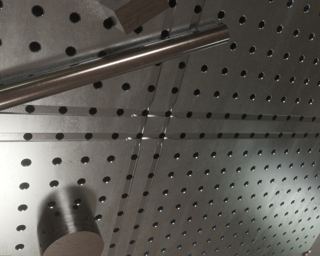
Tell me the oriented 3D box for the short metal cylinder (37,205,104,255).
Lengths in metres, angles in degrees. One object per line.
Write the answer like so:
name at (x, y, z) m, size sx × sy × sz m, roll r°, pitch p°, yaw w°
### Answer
short metal cylinder at (-0.123, 0.153, 0.424) m, size 0.081 × 0.050 × 0.079 m, roll -14°, pitch 124°, yaw -21°

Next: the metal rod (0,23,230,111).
metal rod at (-0.057, -0.067, 0.339) m, size 0.302 × 0.025 × 0.025 m, roll -20°, pitch 127°, yaw -17°

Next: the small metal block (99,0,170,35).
small metal block at (-0.026, -0.122, 0.306) m, size 0.050 × 0.050 × 0.025 m, roll -35°, pitch 129°, yaw -6°
